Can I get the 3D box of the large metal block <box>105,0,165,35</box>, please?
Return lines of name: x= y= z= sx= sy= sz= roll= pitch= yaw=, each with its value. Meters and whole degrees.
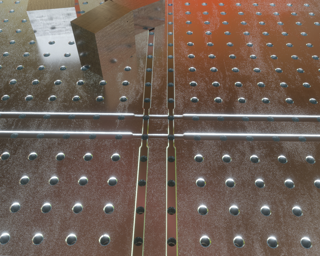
large metal block: x=-0.047 y=-0.222 z=0.578 sx=0.080 sy=0.050 sz=0.080 roll=-29 pitch=56 yaw=-22

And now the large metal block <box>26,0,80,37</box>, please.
large metal block: x=-0.193 y=-0.217 z=0.573 sx=0.080 sy=0.050 sz=0.080 roll=-7 pitch=50 yaw=-6

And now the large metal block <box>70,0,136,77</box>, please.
large metal block: x=-0.086 y=-0.142 z=0.491 sx=0.050 sy=0.080 sz=0.080 roll=31 pitch=57 yaw=23
